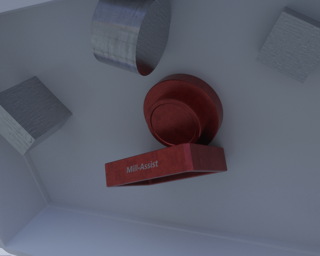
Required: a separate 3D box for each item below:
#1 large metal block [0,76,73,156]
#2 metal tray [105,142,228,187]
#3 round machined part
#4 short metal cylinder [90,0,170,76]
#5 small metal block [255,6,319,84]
[{"bbox_3d":[-0.194,-0.020,0.461,0.080,0.080,0.050,47,129,-5],"label":"large metal block"},{"bbox_3d":[0.006,0.050,0.393,0.130,0.091,0.030,-17,73,34],"label":"metal tray"},{"bbox_3d":[0.023,-0.013,0.377,0.098,0.042,0.097,13,124,20],"label":"round machined part"},{"bbox_3d":[-0.029,-0.100,0.325,0.050,0.080,0.079,20,126,16],"label":"short metal cylinder"},{"bbox_3d":[0.127,-0.078,0.293,0.050,0.025,0.050,29,128,9],"label":"small metal block"}]
